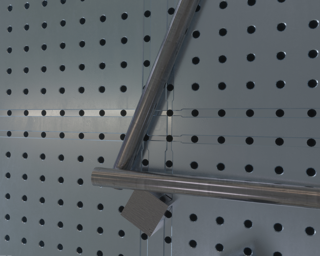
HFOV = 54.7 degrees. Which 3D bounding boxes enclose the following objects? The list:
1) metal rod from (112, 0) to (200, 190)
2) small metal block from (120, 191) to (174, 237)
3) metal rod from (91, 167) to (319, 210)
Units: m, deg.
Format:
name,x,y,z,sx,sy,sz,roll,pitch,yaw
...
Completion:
name,x,y,z,sx,sy,sz,roll,pitch,yaw
metal rod,-0.007,-0.056,0.414,0.025,0.025,0.298,25,98,18
small metal block,-0.017,0.108,0.419,0.050,0.025,0.050,32,100,17
metal rod,0.060,0.072,0.376,0.301,0.025,0.025,3,91,14
